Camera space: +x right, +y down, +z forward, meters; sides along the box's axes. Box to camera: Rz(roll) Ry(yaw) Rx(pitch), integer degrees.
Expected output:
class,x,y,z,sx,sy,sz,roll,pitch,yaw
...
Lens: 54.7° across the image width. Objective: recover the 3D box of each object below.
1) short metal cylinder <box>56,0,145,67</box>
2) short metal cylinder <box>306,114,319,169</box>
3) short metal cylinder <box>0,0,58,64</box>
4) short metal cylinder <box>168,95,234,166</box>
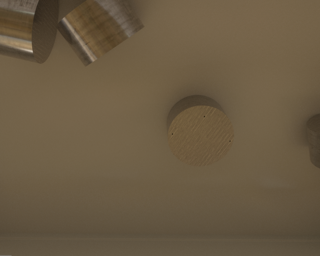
class,x,y,z,sx,sy,sz,roll,pitch,yaw
short metal cylinder,-0.064,-0.111,0.340,0.080,0.080,0.050,-31,107,11
short metal cylinder,0.231,0.015,0.389,0.080,0.080,0.050,-14,110,5
short metal cylinder,-0.150,-0.115,0.338,0.050,0.080,0.079,12,110,-5
short metal cylinder,0.049,0.002,0.399,0.081,0.050,0.079,0,110,0
